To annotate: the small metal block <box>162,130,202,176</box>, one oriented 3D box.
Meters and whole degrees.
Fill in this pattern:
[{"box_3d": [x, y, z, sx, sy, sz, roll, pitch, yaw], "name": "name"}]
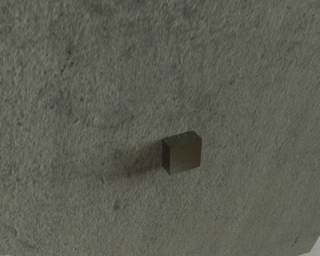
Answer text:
[{"box_3d": [0.031, 0.036, 0.448, 0.050, 0.025, 0.050, -14, 125, -21], "name": "small metal block"}]
